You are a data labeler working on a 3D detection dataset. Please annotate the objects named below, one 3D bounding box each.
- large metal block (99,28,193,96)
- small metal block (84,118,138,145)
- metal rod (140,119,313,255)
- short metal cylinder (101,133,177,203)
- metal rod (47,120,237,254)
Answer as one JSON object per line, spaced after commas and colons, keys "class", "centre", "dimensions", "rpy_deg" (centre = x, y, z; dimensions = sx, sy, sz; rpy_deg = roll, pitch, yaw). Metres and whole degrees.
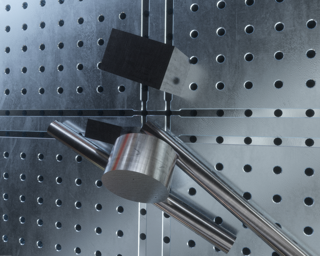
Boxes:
{"class": "large metal block", "centre": [-0.014, -0.079, 0.388], "dimensions": [0.080, 0.080, 0.050], "rpy_deg": [21, 97, 18]}
{"class": "small metal block", "centre": [-0.065, 0.005, 0.421], "dimensions": [0.050, 0.050, 0.025], "rpy_deg": [13, 95, 19]}
{"class": "metal rod", "centre": [0.092, 0.092, 0.379], "dimensions": [0.300, 0.025, 0.025], "rpy_deg": [40, 103, 15]}
{"class": "short metal cylinder", "centre": [-0.024, 0.050, 0.375], "dimensions": [0.080, 0.080, 0.050], "rpy_deg": [0, 51, 19]}
{"class": "metal rod", "centre": [-0.036, 0.072, 0.424], "dimensions": [0.301, 0.025, 0.025], "rpy_deg": [30, 100, 17]}
